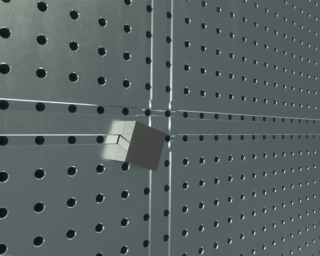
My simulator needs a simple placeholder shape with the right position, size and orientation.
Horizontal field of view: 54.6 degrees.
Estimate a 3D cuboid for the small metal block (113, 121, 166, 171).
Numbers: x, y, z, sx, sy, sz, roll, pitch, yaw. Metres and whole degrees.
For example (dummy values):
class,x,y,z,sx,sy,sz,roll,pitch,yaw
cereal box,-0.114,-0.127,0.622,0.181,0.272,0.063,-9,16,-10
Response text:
class,x,y,z,sx,sy,sz,roll,pitch,yaw
small metal block,-0.024,0.023,0.388,0.050,0.025,0.050,23,75,-38
